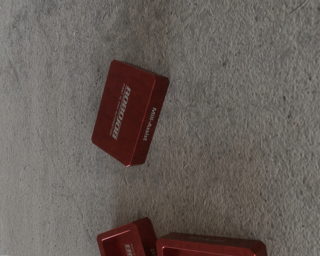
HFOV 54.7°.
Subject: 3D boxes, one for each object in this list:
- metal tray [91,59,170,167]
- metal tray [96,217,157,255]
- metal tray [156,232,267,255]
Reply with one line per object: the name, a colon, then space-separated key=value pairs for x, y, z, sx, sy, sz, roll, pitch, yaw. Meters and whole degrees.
metal tray: x=-0.046 y=-0.022 z=0.440 sx=0.090 sy=0.030 sz=0.129 roll=28 pitch=107 yaw=36
metal tray: x=-0.035 y=0.200 z=0.430 sx=0.090 sy=0.030 sz=0.130 roll=-31 pitch=71 yaw=35
metal tray: x=0.058 y=0.173 z=0.353 sx=0.130 sy=0.030 sz=0.089 roll=-10 pitch=83 yaw=39
